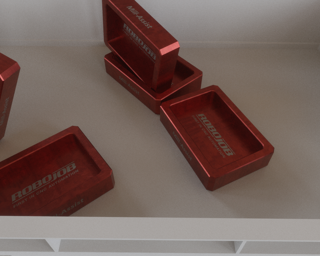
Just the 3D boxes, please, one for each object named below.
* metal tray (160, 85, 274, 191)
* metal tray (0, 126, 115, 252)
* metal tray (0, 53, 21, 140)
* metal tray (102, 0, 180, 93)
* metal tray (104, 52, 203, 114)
[{"bbox_3d":[0.068,0.006,0.397,0.091,0.030,0.130,-21,53,-17],"label":"metal tray"},{"bbox_3d":[-0.129,0.061,0.348,0.131,0.030,0.090,-30,57,-23],"label":"metal tray"},{"bbox_3d":[-0.218,-0.040,0.349,0.090,0.129,0.030,30,39,-8],"label":"metal tray"},{"bbox_3d":[-0.031,-0.118,0.430,0.030,0.090,0.130,-31,67,-24],"label":"metal tray"},{"bbox_3d":[-0.012,-0.086,0.473,0.091,0.030,0.130,-34,58,-25],"label":"metal tray"}]
